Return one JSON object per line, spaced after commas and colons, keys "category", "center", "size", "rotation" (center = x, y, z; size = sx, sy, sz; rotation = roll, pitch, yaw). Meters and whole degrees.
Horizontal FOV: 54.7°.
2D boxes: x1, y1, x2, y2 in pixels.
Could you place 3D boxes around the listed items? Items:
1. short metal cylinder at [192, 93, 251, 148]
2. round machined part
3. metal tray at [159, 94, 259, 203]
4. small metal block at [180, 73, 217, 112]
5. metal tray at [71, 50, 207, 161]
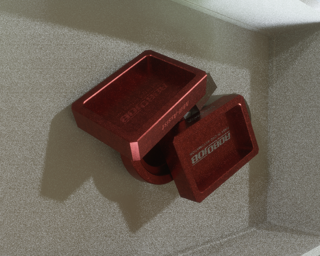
{"category": "short metal cylinder", "center": [0.093, -0.011, 0.468], "size": [0.081, 0.050, 0.079], "rotation": [0, 90, -40]}
{"category": "round machined part", "center": [-0.010, 0.020, 0.389], "size": [0.099, 0.042, 0.097], "rotation": [0, 90, -40]}
{"category": "metal tray", "center": [0.068, 0.022, 0.398], "size": [0.131, 0.030, 0.090], "rotation": [-31, 109, -31]}
{"category": "small metal block", "center": [0.042, -0.048, 0.425], "size": [0.050, 0.050, 0.025], "rotation": [-51, 121, -29]}
{"category": "metal tray", "center": [-0.019, -0.033, 0.346], "size": [0.131, 0.090, 0.030], "rotation": [-44, 149, -32]}
